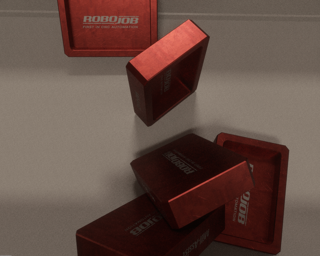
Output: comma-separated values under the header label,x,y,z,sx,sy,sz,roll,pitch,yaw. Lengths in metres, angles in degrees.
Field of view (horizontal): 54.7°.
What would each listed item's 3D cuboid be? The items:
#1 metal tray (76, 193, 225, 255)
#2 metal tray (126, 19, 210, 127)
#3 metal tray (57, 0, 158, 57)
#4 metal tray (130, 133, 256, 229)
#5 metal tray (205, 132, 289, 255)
label,x,y,z,sx,sy,sz,roll,pitch,yaw
metal tray,-0.003,0.101,0.306,0.090,0.131,0.030,6,104,36
metal tray,0.009,-0.059,0.376,0.090,0.130,0.030,-39,75,-13
metal tray,-0.069,-0.147,0.430,0.131,0.089,0.030,0,26,-1
metal tray,0.027,0.048,0.337,0.091,0.130,0.030,-25,107,-13
metal tray,0.103,0.078,0.379,0.090,0.030,0.130,12,70,4
